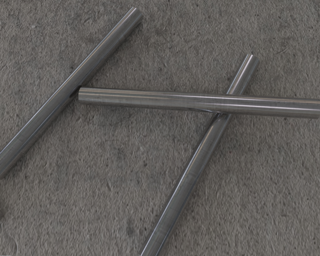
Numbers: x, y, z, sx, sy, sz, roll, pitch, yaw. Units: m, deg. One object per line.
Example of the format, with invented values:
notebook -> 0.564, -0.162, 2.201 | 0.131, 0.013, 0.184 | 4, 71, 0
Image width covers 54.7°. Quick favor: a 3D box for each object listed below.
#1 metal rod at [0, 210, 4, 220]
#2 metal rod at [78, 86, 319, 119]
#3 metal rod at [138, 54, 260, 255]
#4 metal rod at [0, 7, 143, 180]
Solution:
metal rod -> -0.296, 0.004, 0.404 | 0.025, 0.025, 0.300 | -40, 75, -13
metal rod -> 0.042, -0.034, 0.399 | 0.301, 0.025, 0.025 | 4, 70, 10
metal rod -> 0.059, 0.026, 0.398 | 0.025, 0.025, 0.300 | 28, 72, 9
metal rod -> -0.122, -0.058, 0.428 | 0.025, 0.025, 0.300 | 33, 73, 11
